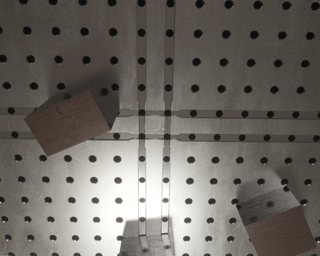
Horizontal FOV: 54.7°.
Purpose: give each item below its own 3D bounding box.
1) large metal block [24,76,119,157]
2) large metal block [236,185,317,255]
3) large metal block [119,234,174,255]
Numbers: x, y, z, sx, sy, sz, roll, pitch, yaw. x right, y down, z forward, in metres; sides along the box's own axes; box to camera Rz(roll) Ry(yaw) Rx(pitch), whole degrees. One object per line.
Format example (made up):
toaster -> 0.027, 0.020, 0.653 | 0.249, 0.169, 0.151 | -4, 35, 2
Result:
large metal block -> -0.101, -0.017, 0.376 | 0.080, 0.080, 0.050 | -22, 109, 7
large metal block -> 0.169, 0.144, 0.456 | 0.080, 0.050, 0.080 | -24, 109, 8
large metal block -> -0.017, 0.217, 0.480 | 0.081, 0.050, 0.079 | -5, 110, 1
